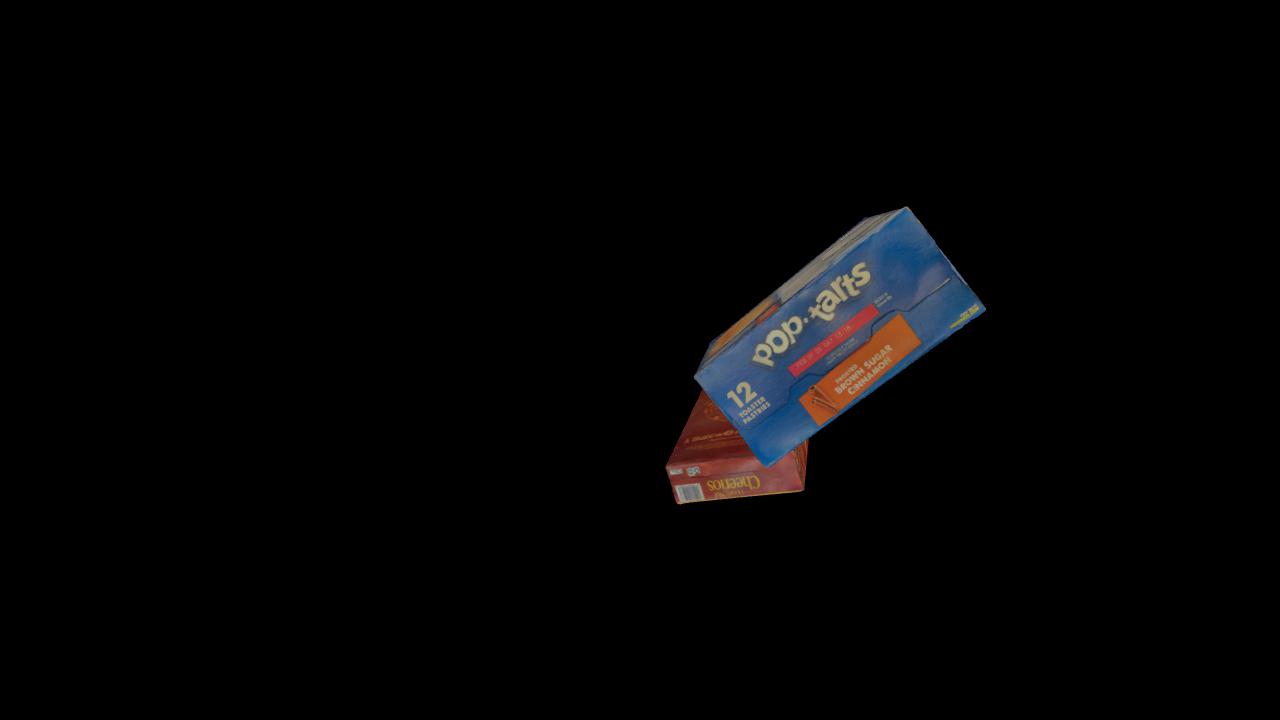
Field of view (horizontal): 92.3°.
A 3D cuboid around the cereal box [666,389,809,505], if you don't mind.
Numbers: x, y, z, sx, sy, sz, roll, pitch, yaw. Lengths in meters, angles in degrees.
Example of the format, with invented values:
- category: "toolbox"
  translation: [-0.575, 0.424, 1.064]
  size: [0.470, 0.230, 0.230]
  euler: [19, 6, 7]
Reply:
- category: "cereal box"
  translation: [0.181, 0.121, 1.043]
  size: [0.203, 0.081, 0.306]
  euler: [-12, 17, 21]

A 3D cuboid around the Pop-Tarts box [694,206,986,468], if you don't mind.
- category: "Pop-Tarts box"
  translation: [0.133, -0.021, 0.448]
  size: [0.167, 0.083, 0.141]
  euler: [-40, 1, 14]
